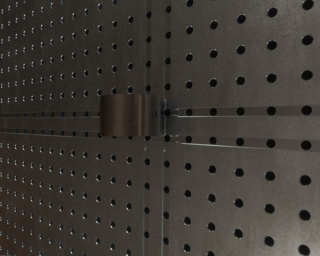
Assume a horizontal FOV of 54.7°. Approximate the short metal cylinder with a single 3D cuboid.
[{"bbox_3d":[-0.038,-0.015,0.403,0.080,0.081,0.050,0,90,39],"label":"short metal cylinder"}]
